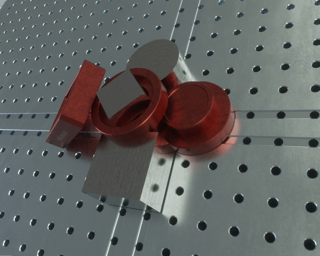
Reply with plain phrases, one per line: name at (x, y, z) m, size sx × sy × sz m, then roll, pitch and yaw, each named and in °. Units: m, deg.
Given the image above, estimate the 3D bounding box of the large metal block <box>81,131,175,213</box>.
large metal block at (-0.036, 0.051, 0.376) m, size 0.080 × 0.050 × 0.080 m, roll 1°, pitch 62°, yaw 28°

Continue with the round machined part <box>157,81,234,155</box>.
round machined part at (0.039, -0.019, 0.387) m, size 0.098 × 0.042 × 0.098 m, roll -13°, pitch 56°, yaw 21°

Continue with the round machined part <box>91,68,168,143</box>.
round machined part at (-0.034, -0.025, 0.393) m, size 0.098 × 0.042 × 0.098 m, roll -13°, pitch 56°, yaw 21°

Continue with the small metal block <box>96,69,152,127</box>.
small metal block at (-0.043, -0.036, 0.374) m, size 0.050 × 0.025 × 0.050 m, roll -36°, pitch 51°, yaw 4°

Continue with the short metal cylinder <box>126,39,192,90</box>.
short metal cylinder at (-0.001, -0.078, 0.440) m, size 0.080 × 0.050 × 0.080 m, roll -13°, pitch 56°, yaw 21°

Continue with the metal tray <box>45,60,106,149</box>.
metal tray at (-0.123, -0.029, 0.441) m, size 0.129 × 0.030 × 0.090 m, roll -31°, pitch 39°, yaw 58°
